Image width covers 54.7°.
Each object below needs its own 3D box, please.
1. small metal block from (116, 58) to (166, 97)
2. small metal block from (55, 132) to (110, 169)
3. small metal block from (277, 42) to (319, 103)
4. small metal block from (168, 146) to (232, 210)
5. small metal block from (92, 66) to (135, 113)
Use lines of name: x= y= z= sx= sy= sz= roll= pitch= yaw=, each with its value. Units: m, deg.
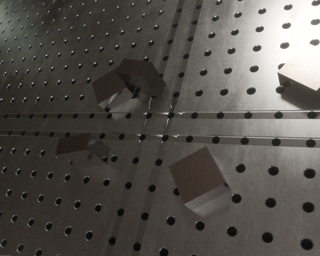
small metal block: x=-0.027 y=-0.073 z=0.450 sx=0.050 sy=0.050 sz=0.025 roll=15 pitch=70 yaw=33
small metal block: x=-0.105 y=0.033 z=0.425 sx=0.050 sy=0.050 sz=0.025 roll=-11 pitch=57 yaw=22
small metal block: x=0.174 y=-0.064 z=0.356 sx=0.050 sy=0.025 sz=0.050 roll=-46 pitch=52 yaw=-4
small metal block: x=0.044 y=0.056 z=0.350 sx=0.050 sy=0.025 sz=0.050 roll=-30 pitch=52 yaw=9
small metal block: x=-0.074 y=-0.060 z=0.482 sx=0.050 sy=0.025 sz=0.050 roll=-30 pitch=52 yaw=8
